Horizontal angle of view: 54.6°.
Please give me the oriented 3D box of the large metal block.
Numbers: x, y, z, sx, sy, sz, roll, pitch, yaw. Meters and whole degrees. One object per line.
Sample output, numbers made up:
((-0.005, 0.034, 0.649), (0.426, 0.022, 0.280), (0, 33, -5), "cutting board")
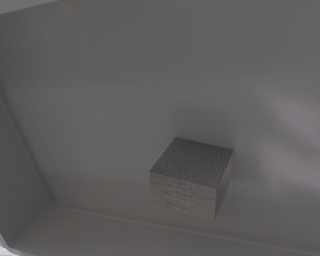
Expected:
((0.042, 0.060, 0.389), (0.080, 0.080, 0.050), (12, 123, 22), "large metal block")
